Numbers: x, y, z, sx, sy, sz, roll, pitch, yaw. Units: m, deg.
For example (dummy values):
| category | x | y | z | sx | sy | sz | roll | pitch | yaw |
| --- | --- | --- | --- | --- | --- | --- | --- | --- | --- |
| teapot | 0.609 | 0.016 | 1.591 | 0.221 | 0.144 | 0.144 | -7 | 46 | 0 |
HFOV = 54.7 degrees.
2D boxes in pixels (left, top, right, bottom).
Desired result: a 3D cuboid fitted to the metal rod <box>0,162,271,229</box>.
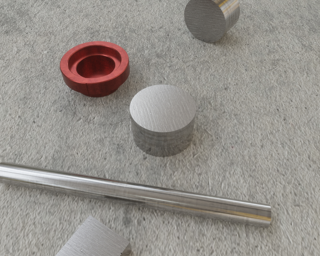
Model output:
| category | x | y | z | sx | sy | sz | roll | pitch | yaw |
| --- | --- | --- | --- | --- | --- | --- | --- | --- | --- |
| metal rod | -0.035 | 0.072 | 0.342 | 0.302 | 0.025 | 0.025 | 8 | 51 | 6 |

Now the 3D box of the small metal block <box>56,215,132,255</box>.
| category | x | y | z | sx | sy | sz | roll | pitch | yaw |
| --- | --- | --- | --- | --- | --- | --- | --- | --- | --- |
| small metal block | -0.063 | 0.122 | 0.300 | 0.050 | 0.025 | 0.050 | 26 | 55 | 20 |

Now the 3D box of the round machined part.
| category | x | y | z | sx | sy | sz | roll | pitch | yaw |
| --- | --- | --- | --- | --- | --- | --- | --- | --- | --- |
| round machined part | -0.094 | -0.083 | 0.461 | 0.099 | 0.042 | 0.098 | 0 | 50 | 0 |

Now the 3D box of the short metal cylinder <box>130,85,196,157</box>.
| category | x | y | z | sx | sy | sz | roll | pitch | yaw |
| --- | --- | --- | --- | --- | --- | --- | --- | --- | --- |
| short metal cylinder | 0.004 | -0.010 | 0.395 | 0.081 | 0.050 | 0.080 | 0 | 50 | 0 |

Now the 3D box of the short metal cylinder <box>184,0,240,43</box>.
| category | x | y | z | sx | sy | sz | roll | pitch | yaw |
| --- | --- | --- | --- | --- | --- | --- | --- | --- | --- |
| short metal cylinder | 0.089 | -0.195 | 0.532 | 0.080 | 0.080 | 0.050 | 29 | 56 | 22 |
